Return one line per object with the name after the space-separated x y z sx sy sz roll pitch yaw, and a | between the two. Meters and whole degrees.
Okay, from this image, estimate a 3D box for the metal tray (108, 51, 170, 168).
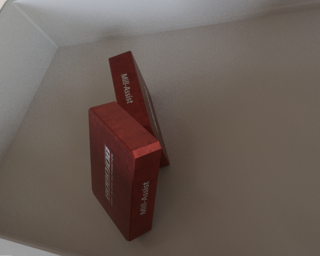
-0.026 -0.022 0.388 0.030 0.090 0.130 -19 54 4 | metal tray

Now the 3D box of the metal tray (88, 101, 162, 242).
-0.042 0.048 0.337 0.030 0.129 0.090 -19 43 -32 | metal tray
